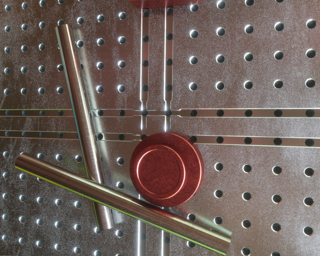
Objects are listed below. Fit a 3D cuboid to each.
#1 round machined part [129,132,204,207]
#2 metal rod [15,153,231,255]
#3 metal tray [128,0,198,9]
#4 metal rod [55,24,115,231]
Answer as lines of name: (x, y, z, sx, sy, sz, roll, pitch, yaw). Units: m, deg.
round machined part: (0.005, 0.054, 0.401, 0.098, 0.042, 0.097, 0, 90, 19)
metal rod: (-0.056, 0.096, 0.409, 0.301, 0.025, 0.025, 20, 97, 10)
metal tray: (0.006, -0.229, 0.407, 0.090, 0.030, 0.129, 4, 91, 19)
metal rod: (-0.109, -0.004, 0.449, 0.025, 0.025, 0.298, -15, 85, 19)
